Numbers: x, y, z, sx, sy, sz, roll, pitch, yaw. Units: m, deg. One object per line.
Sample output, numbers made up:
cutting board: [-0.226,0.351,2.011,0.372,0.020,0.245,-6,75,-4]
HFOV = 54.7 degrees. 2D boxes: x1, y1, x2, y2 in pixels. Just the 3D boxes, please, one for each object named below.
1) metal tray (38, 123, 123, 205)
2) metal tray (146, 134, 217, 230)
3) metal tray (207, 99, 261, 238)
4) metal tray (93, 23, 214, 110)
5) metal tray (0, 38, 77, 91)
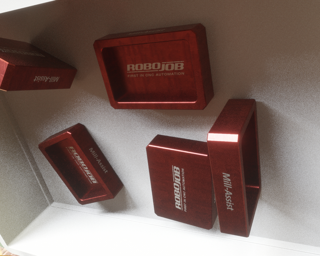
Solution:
metal tray: [-0.131,0.063,0.513,0.090,0.030,0.130,-20,108,35]
metal tray: [0.033,0.077,0.436,0.090,0.030,0.129,8,122,23]
metal tray: [0.088,0.043,0.346,0.030,0.090,0.129,2,120,27]
metal tray: [-0.008,-0.068,0.367,0.130,0.030,0.089,2,120,27]
metal tray: [-0.176,-0.081,0.383,0.090,0.130,0.030,29,105,10]
